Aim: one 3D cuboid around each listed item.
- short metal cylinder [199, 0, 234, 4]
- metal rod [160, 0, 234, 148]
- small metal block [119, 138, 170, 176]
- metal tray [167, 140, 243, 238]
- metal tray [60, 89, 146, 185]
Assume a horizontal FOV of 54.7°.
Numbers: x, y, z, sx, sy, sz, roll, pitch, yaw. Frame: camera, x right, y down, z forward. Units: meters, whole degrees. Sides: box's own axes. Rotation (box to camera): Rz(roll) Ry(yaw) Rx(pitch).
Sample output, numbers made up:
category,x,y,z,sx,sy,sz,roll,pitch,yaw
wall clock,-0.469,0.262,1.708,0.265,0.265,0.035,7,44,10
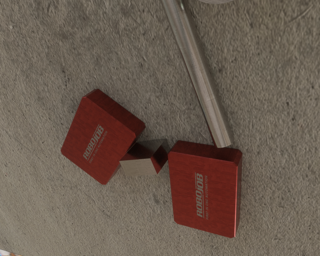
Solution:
category,x,y,z,sx,sy,sz,roll,pitch,yaw
short metal cylinder,0.056,-0.153,0.266,0.080,0.050,0.079,13,124,20
metal rod,0.022,-0.112,0.325,0.025,0.025,0.299,-10,114,32
small metal block,-0.019,0.040,0.424,0.050,0.050,0.025,-8,114,31
metal tray,0.062,0.084,0.422,0.090,0.030,0.129,8,122,23
metal tray,-0.088,0.017,0.459,0.090,0.030,0.129,37,129,3
